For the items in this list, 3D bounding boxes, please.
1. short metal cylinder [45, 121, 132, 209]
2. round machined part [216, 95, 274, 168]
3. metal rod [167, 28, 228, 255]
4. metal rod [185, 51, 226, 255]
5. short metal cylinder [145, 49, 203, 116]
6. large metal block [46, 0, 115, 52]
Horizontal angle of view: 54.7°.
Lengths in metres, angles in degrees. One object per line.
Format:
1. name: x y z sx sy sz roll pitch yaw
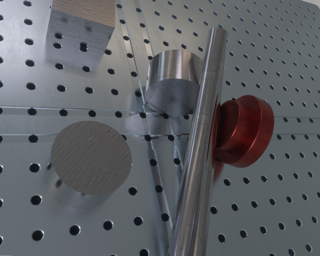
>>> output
1. short metal cylinder: -0.076 0.039 0.327 0.081 0.050 0.080 14 56 -21
2. round machined part: 0.101 0.001 0.415 0.042 0.097 0.098 20 54 -19
3. metal rod: 0.044 0.022 0.355 0.025 0.025 0.299 17 75 -19
4. metal rod: 0.063 0.010 0.406 0.025 0.025 0.299 19 63 -17
5. short metal cylinder: 0.022 -0.059 0.420 0.081 0.080 0.050 16 55 -19
6. large metal block: -0.109 -0.162 0.432 0.081 0.050 0.080 10 58 -23
